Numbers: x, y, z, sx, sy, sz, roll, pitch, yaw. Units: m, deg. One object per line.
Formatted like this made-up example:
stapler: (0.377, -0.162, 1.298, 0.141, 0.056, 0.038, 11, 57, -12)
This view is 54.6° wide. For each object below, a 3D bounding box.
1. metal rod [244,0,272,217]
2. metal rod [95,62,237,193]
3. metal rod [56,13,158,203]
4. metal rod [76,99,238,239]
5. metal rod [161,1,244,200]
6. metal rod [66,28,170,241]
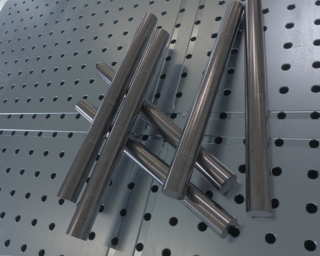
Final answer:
metal rod: (0.116, -0.046, 0.376, 0.025, 0.025, 0.300, -6, 59, 25)
metal rod: (-0.012, -0.019, 0.427, 0.025, 0.025, 0.300, -45, 51, -3)
metal rod: (-0.065, -0.042, 0.435, 0.025, 0.025, 0.300, 8, 65, 31)
metal rod: (-0.027, 0.033, 0.403, 0.025, 0.025, 0.300, -50, 52, -7)
metal rod: (0.063, -0.054, 0.388, 0.025, 0.025, 0.300, 4, 57, 30)
metal rod: (-0.046, -0.008, 0.404, 0.025, 0.025, 0.300, 7, 65, 31)
